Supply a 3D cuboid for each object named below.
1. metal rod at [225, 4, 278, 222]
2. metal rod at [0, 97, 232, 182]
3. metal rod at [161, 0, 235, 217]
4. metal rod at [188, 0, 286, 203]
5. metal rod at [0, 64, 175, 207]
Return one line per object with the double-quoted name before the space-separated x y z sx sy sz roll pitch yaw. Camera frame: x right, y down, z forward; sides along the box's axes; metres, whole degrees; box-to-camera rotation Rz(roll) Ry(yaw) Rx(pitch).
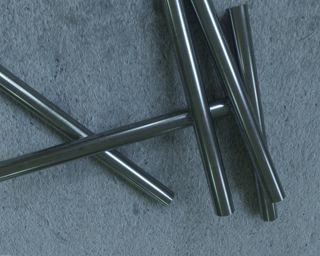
"metal rod" 0.125 -0.005 0.408 0.025 0.025 0.298 -13 110 5
"metal rod" -0.056 0.013 0.392 0.302 0.025 0.025 -16 110 -3
"metal rod" 0.043 -0.036 0.368 0.025 0.025 0.298 -14 99 5
"metal rod" 0.092 -0.042 0.376 0.025 0.025 0.299 -23 102 8
"metal rod" -0.102 0.012 0.413 0.301 0.025 0.025 38 106 -13
